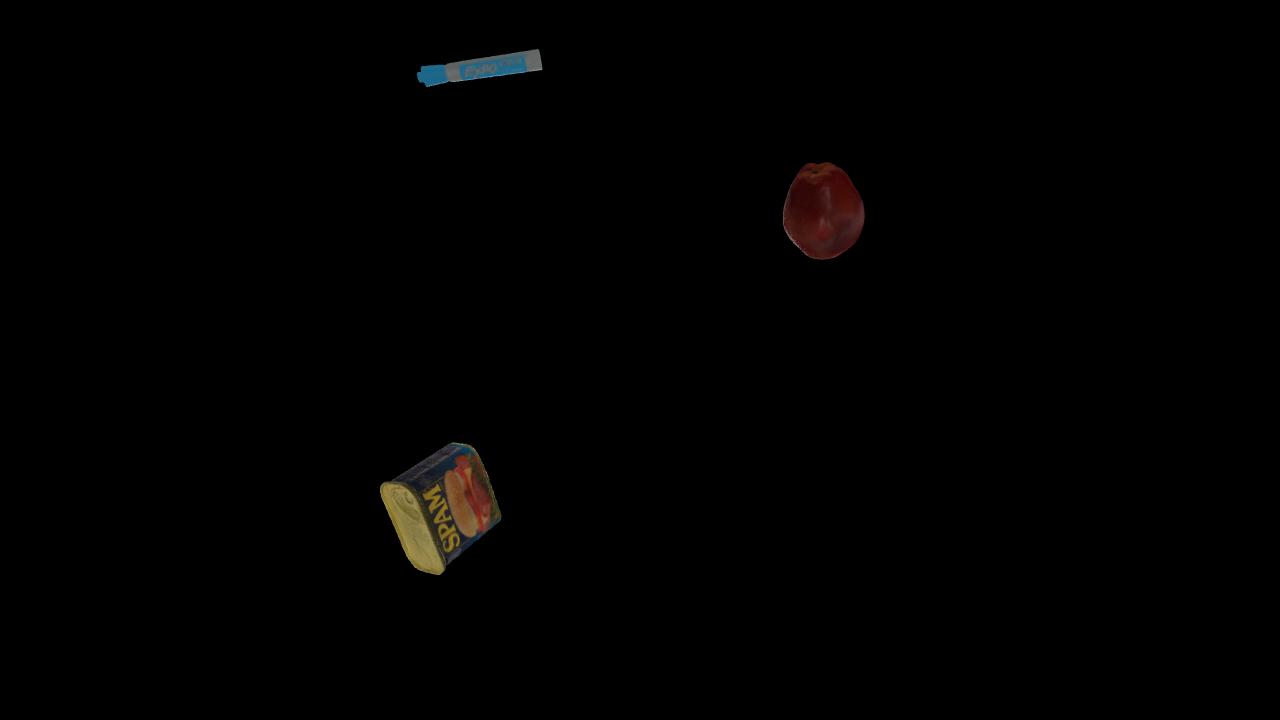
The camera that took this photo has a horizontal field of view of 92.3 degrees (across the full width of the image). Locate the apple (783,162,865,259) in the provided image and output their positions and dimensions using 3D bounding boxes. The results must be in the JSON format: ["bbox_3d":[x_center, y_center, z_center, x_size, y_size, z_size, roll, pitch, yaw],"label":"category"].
[{"bbox_3d":[0.179,-0.144,0.604,0.079,0.093,0.079,-10,38,8],"label":"apple"}]

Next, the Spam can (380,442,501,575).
[{"bbox_3d":[-0.195,0.145,0.615,0.058,0.101,0.085,-1,21,35],"label":"Spam can"}]

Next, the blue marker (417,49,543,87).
[{"bbox_3d":[-0.157,-0.286,0.603,0.121,0.020,0.020,-9,0,-2],"label":"blue marker"}]
